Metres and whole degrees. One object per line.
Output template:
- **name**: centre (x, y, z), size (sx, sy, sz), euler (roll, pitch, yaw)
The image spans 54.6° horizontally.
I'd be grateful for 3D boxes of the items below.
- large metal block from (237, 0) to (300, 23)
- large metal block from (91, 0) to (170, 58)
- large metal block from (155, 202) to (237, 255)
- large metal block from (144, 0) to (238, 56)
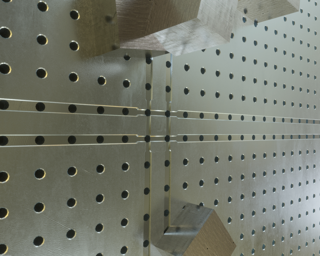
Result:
- **large metal block**: centre (0.177, -0.225, 0.520), size (0.080, 0.080, 0.050), euler (14, 81, -39)
- **large metal block**: centre (-0.031, -0.128, 0.366), size (0.081, 0.050, 0.080), euler (-9, 96, -40)
- **large metal block**: centre (0.053, 0.166, 0.436), size (0.080, 0.050, 0.080), euler (-46, 118, -30)
- **large metal block**: centre (0.035, -0.132, 0.337), size (0.050, 0.080, 0.080), euler (22, 76, -38)
